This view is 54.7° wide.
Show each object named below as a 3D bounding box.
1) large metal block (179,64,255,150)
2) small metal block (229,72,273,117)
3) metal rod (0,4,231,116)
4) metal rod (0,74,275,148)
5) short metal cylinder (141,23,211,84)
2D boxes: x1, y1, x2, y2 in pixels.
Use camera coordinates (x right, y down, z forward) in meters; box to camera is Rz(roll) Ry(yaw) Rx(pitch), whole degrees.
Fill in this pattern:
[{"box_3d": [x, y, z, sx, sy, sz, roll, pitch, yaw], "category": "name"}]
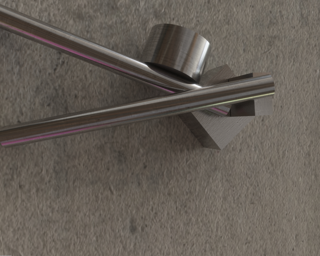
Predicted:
[{"box_3d": [0.075, -0.028, 0.424, 0.080, 0.050, 0.080, -43, 103, -14], "category": "large metal block"}, {"box_3d": [0.111, -0.040, 0.383, 0.025, 0.050, 0.050, -4, 92, -20], "category": "small metal block"}, {"box_3d": [-0.057, -0.078, 0.359, 0.302, 0.025, 0.025, 21, 83, -8], "category": "metal rod"}, {"box_3d": [-0.026, -0.019, 0.345, 0.302, 0.025, 0.025, -11, 94, 1], "category": "metal rod"}, {"box_3d": [0.018, -0.087, 0.390, 0.080, 0.080, 0.050, 22, 83, -19], "category": "short metal cylinder"}]
